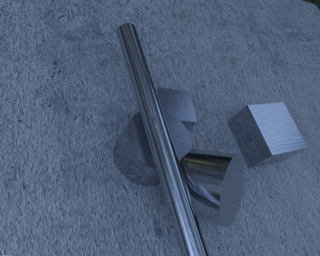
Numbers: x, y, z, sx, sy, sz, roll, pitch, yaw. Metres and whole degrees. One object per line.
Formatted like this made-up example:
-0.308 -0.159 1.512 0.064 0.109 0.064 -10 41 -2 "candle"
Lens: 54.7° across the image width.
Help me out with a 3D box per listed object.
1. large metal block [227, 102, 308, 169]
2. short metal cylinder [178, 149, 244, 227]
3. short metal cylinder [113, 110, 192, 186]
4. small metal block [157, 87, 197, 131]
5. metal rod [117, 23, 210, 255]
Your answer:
0.163 0.010 0.472 0.081 0.050 0.080 -6 65 -31 "large metal block"
0.059 0.066 0.354 0.080 0.050 0.079 -18 111 -57 "short metal cylinder"
-0.009 0.023 0.370 0.081 0.050 0.080 14 56 -21 "short metal cylinder"
0.019 -0.026 0.432 0.050 0.025 0.050 5 60 -26 "small metal block"
-0.002 0.007 0.335 0.025 0.025 0.299 -3 63 -30 "metal rod"
